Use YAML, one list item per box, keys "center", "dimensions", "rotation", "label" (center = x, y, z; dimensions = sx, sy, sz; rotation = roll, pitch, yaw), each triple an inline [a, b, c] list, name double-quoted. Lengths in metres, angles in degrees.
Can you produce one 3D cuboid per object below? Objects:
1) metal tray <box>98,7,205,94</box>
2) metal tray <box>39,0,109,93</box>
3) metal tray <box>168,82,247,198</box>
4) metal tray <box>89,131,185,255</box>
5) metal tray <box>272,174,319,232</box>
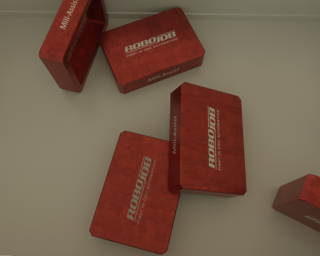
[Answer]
- center: [-0.013, -0.113, 0.448]
  dimensions: [0.131, 0.030, 0.090]
  rotation: [-22, 72, -8]
  label: "metal tray"
- center: [-0.110, -0.125, 0.419]
  dimensions: [0.030, 0.090, 0.130]
  rotation: [14, 71, 5]
  label: "metal tray"
- center: [0.058, 0.016, 0.382]
  dimensions: [0.091, 0.030, 0.130]
  rotation: [11, 68, -23]
  label: "metal tray"
- center: [-0.021, 0.076, 0.379]
  dimensions: [0.090, 0.030, 0.130]
  rotation: [14, 70, 5]
  label: "metal tray"
- center: [0.203, 0.100, 0.339]
  dimensions: [0.130, 0.090, 0.030]
  rotation: [26, 72, 9]
  label: "metal tray"
